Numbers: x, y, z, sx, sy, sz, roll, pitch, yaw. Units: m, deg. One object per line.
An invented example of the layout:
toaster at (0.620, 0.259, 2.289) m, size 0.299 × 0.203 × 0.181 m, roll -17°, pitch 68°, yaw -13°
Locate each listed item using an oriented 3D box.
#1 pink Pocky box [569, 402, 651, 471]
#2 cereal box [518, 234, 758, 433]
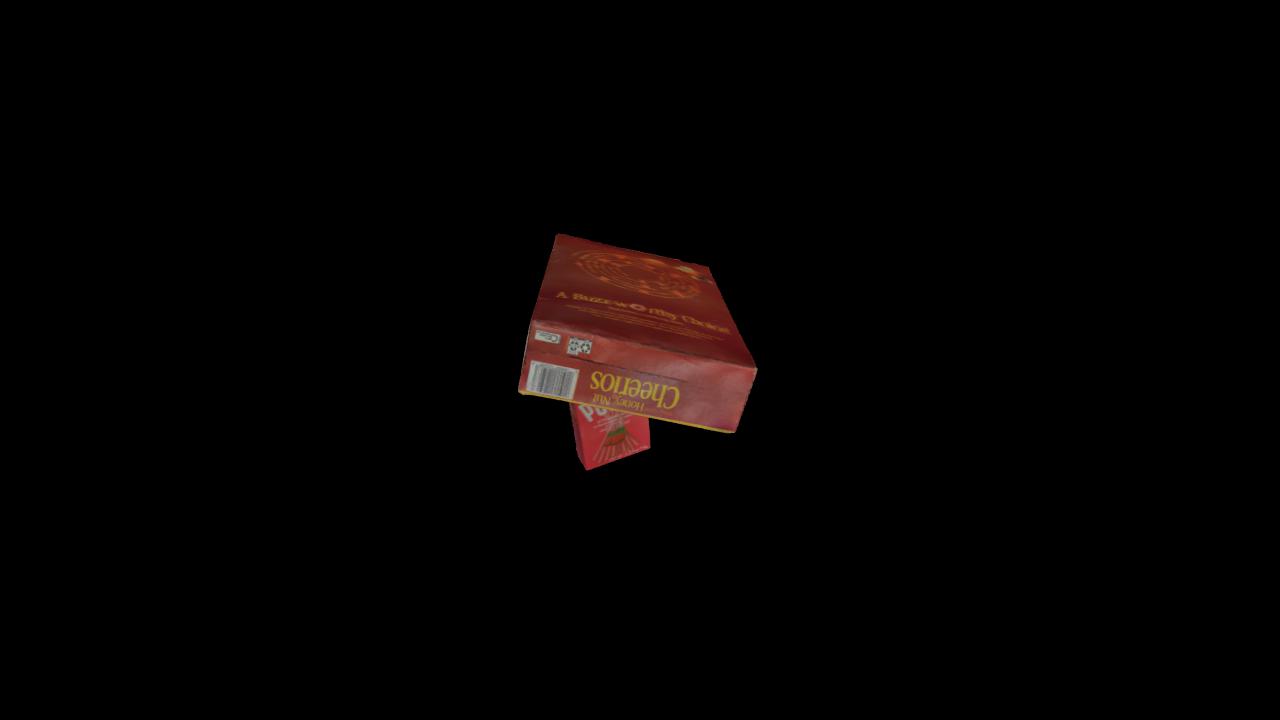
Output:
pink Pocky box at (-0.034, 0.050, 0.678) m, size 0.084 × 0.155 × 0.029 m, roll -18°, pitch 40°, yaw -17°
cereal box at (-0.008, -0.046, 0.662) m, size 0.203 × 0.081 × 0.306 m, roll 11°, pitch 24°, yaw -9°
